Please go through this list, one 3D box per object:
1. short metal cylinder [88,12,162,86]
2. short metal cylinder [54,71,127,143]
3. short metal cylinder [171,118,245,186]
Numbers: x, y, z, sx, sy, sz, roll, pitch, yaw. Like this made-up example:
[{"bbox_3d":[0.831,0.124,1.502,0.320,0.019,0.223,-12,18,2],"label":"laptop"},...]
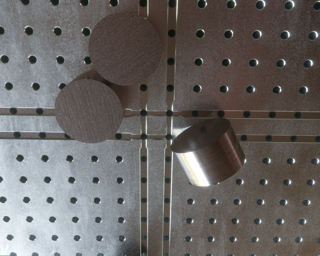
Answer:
[{"bbox_3d":[-0.039,-0.094,0.365,0.081,0.050,0.079,0,110,0],"label":"short metal cylinder"},{"bbox_3d":[-0.084,-0.027,0.389,0.081,0.050,0.079,0,111,0],"label":"short metal cylinder"},{"bbox_3d":[0.061,0.029,0.395,0.080,0.080,0.050,-25,108,9],"label":"short metal cylinder"}]
